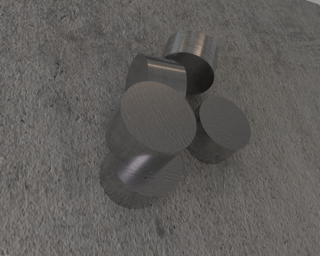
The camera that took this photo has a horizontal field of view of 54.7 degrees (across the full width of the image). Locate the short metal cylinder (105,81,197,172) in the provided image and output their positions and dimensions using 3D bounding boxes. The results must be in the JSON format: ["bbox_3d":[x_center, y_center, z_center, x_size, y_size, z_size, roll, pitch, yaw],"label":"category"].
[{"bbox_3d":[-0.010,-0.001,0.319,0.081,0.050,0.080,14,56,-21],"label":"short metal cylinder"}]

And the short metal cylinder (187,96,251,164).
[{"bbox_3d":[0.076,0.004,0.426,0.081,0.050,0.080,14,56,-21],"label":"short metal cylinder"}]

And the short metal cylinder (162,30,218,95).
[{"bbox_3d":[0.041,-0.093,0.447,0.080,0.080,0.050,25,53,-13],"label":"short metal cylinder"}]

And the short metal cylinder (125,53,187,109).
[{"bbox_3d":[-0.008,-0.051,0.395,0.050,0.080,0.080,6,59,-25],"label":"short metal cylinder"}]

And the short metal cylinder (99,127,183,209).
[{"bbox_3d":[-0.022,0.045,0.348,0.081,0.050,0.080,14,56,-21],"label":"short metal cylinder"}]
